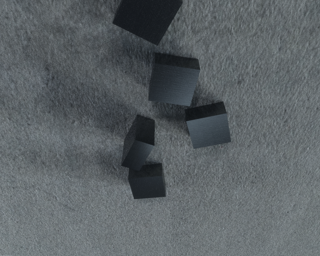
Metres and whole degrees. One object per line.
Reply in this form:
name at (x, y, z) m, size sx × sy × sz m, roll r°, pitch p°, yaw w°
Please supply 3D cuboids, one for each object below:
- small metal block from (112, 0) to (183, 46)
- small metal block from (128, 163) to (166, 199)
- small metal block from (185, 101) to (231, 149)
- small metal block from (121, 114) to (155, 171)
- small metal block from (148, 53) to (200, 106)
small metal block at (-0.013, -0.118, 0.306) m, size 0.050 × 0.025 × 0.050 m, roll 22°, pitch 127°, yaw -19°
small metal block at (-0.019, 0.083, 0.478) m, size 0.050 × 0.025 × 0.050 m, roll -6°, pitch 130°, yaw 4°
small metal block at (0.063, -0.003, 0.406) m, size 0.050 × 0.025 × 0.050 m, roll -11°, pitch 130°, yaw 9°
small metal block at (-0.029, 0.019, 0.407) m, size 0.025 × 0.050 × 0.050 m, roll 19°, pitch 128°, yaw -16°
small metal block at (0.015, -0.056, 0.360) m, size 0.050 × 0.025 × 0.050 m, roll 7°, pitch 130°, yaw -7°
